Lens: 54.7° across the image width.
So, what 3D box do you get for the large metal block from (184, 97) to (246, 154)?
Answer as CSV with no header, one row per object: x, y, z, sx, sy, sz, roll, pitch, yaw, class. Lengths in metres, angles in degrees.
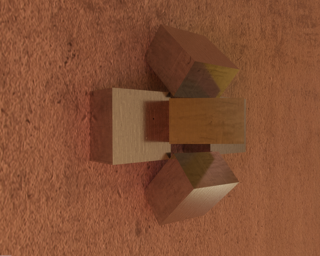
0.082,-0.004,0.458,0.081,0.050,0.079,0,90,-40,large metal block

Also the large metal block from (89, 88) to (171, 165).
-0.034,-0.002,0.363,0.081,0.050,0.079,-1,91,-40,large metal block

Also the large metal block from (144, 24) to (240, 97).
0.039,-0.083,0.398,0.081,0.080,0.050,0,134,-40,large metal block

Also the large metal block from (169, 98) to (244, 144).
0.053,-0.008,0.374,0.080,0.080,0.050,0,91,4,large metal block

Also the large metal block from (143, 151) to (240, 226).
0.039,0.076,0.397,0.081,0.080,0.050,2,46,-39,large metal block
